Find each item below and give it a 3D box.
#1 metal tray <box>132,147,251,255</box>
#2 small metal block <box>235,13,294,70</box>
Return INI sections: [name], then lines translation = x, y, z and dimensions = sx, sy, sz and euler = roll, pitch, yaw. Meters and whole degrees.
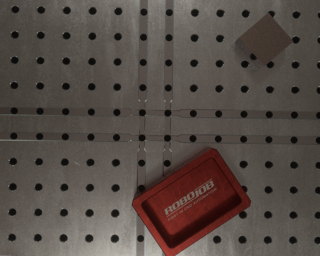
[metal tray]
translation = 0.041, 0.096, 0.411
dimensions = 0.130, 0.030, 0.090
euler = -33, 90, -1
[small metal block]
translation = 0.139, -0.115, 0.415
dimensions = 0.050, 0.025, 0.050
euler = -41, 91, 0
